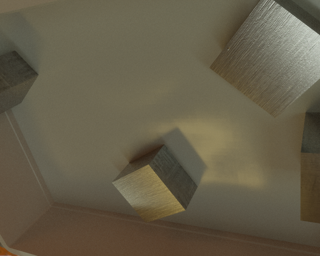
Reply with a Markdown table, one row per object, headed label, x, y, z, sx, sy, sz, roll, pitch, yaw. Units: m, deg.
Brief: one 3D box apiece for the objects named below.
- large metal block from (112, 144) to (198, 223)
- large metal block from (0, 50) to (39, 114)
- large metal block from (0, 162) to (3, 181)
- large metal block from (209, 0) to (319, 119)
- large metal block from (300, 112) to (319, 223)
| label | x | y | z | sx | sy | sz | roll | pitch | yaw |
| --- | --- | --- | --- | --- | --- | --- | --- | --- | --- |
| large metal block | -0.007 | 0.082 | 0.447 | 0.080 | 0.050 | 0.080 | -30 | 102 | 38 |
| large metal block | -0.243 | -0.061 | 0.464 | 0.050 | 0.080 | 0.080 | 47 | 129 | -5 |
| large metal block | -0.390 | 0.094 | 0.640 | 0.080 | 0.080 | 0.050 | 23 | 127 | 14 |
| large metal block | 0.108 | -0.070 | 0.292 | 0.080 | 0.050 | 0.080 | 38 | 129 | 2 |
| large metal block | 0.170 | 0.038 | 0.307 | 0.050 | 0.080 | 0.080 | 2 | 119 | 27 |
